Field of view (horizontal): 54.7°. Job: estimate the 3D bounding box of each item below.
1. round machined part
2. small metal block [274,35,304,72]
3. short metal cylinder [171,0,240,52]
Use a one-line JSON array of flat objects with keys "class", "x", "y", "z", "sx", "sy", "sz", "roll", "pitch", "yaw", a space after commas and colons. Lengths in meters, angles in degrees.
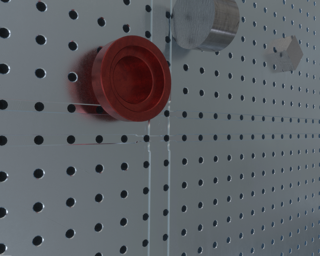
[{"class": "round machined part", "x": -0.037, "y": -0.056, "z": 0.367, "sx": 0.099, "sy": 0.042, "sz": 0.097, "roll": 0, "pitch": 90, "yaw": -40}, {"class": "small metal block", "x": 0.262, "y": -0.151, "z": 0.628, "sx": 0.050, "sy": 0.025, "sz": 0.050, "roll": 50, "pitch": 61, "yaw": -28}, {"class": "short metal cylinder", "x": 0.060, "y": -0.146, "z": 0.423, "sx": 0.050, "sy": 0.080, "sz": 0.079, "roll": -5, "pitch": 94, "yaw": -40}]
